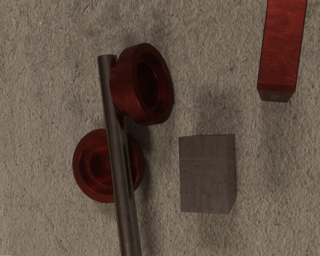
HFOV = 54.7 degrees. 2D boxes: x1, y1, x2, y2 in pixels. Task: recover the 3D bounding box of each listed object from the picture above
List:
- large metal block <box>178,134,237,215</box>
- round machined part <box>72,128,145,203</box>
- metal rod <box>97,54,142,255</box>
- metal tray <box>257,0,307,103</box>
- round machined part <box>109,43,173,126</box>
[{"bbox_3d":[0.058,0.048,0.359,0.050,0.080,0.079,-2,89,20],"label":"large metal block"},{"bbox_3d":[-0.066,0.049,0.422,0.098,0.042,0.097,0,90,19],"label":"round machined part"},{"bbox_3d":[-0.047,0.060,0.379,0.025,0.025,0.298,-8,87,19],"label":"metal rod"},{"bbox_3d":[0.121,-0.075,0.311,0.030,0.130,0.089,7,93,20],"label":"metal tray"},{"bbox_3d":[-0.025,-0.050,0.379,0.042,0.099,0.097,-9,87,29],"label":"round machined part"}]
